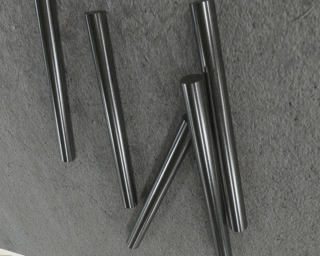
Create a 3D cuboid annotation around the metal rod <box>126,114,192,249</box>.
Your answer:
[{"bbox_3d":[-0.004,0.099,0.470,0.025,0.025,0.298,29,128,9],"label":"metal rod"}]

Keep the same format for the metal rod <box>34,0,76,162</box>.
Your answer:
[{"bbox_3d":[-0.147,-0.075,0.437,0.025,0.025,0.298,16,125,19],"label":"metal rod"}]

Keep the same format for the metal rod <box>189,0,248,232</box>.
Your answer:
[{"bbox_3d":[0.075,0.005,0.370,0.025,0.025,0.298,0,119,28],"label":"metal rod"}]

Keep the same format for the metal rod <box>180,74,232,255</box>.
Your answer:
[{"bbox_3d":[0.066,0.073,0.402,0.025,0.025,0.298,2,124,27],"label":"metal rod"}]

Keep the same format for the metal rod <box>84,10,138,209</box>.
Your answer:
[{"bbox_3d":[-0.062,-0.006,0.435,0.025,0.025,0.298,8,122,24],"label":"metal rod"}]
